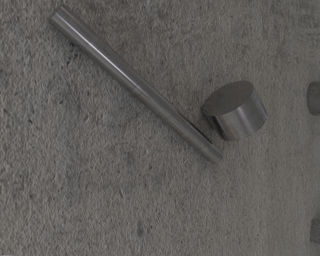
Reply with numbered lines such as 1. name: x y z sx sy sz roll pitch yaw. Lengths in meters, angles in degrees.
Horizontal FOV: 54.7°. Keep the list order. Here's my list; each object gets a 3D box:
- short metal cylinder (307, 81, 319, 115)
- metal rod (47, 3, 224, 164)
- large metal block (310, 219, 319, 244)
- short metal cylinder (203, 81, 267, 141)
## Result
1. short metal cylinder: 0.377 -0.068 0.704 0.081 0.050 0.080 0 90 -40
2. metal rod: -0.010 -0.037 0.396 0.301 0.025 0.025 40 66 -33
3. large metal block: 0.402 0.244 0.706 0.081 0.080 0.050 15 81 -39
4. short metal cylinder: 0.111 -0.026 0.462 0.080 0.080 0.050 -51 120 -28
